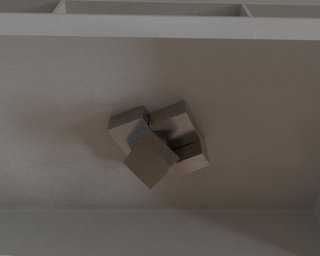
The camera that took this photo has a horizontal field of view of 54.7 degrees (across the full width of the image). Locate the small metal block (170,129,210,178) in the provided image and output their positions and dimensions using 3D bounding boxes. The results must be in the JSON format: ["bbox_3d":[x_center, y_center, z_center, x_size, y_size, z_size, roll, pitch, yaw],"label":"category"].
[{"bbox_3d":[0.036,0.033,0.419,0.050,0.050,0.025,-23,127,17],"label":"small metal block"}]

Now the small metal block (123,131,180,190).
[{"bbox_3d":[-0.011,0.041,0.393,0.050,0.025,0.050,43,124,9],"label":"small metal block"}]

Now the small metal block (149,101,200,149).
[{"bbox_3d":[0.019,-0.002,0.406,0.050,0.025,0.050,-20,128,15],"label":"small metal block"}]

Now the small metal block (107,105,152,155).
[{"bbox_3d":[-0.033,0.004,0.410,0.050,0.025,0.050,-20,128,15],"label":"small metal block"}]

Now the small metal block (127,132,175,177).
[{"bbox_3d":[-0.012,0.039,0.440,0.050,0.025,0.050,-20,128,15],"label":"small metal block"}]
